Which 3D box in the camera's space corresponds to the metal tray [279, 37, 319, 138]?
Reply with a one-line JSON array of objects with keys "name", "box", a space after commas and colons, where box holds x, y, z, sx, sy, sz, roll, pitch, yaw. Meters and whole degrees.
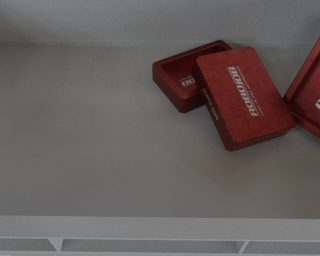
[{"name": "metal tray", "box": [0.219, -0.053, 0.382, 0.030, 0.129, 0.090, -17, 48, -45]}]

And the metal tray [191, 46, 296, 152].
[{"name": "metal tray", "box": [0.107, -0.042, 0.411, 0.091, 0.030, 0.130, -15, 69, -16]}]

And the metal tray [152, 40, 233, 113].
[{"name": "metal tray", "box": [0.065, -0.082, 0.470, 0.131, 0.030, 0.090, -23, 54, -19]}]
